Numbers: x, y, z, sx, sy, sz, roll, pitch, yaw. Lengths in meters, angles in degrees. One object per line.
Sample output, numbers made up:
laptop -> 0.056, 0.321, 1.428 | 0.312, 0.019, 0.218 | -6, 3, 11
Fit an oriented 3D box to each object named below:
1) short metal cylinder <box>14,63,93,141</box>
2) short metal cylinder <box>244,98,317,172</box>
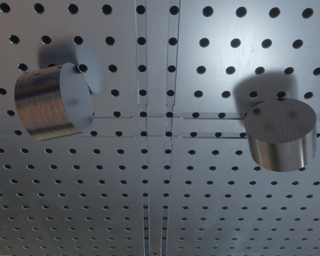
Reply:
short metal cylinder -> -0.116, -0.029, 0.350 | 0.050, 0.080, 0.080 | -11, 129, 9
short metal cylinder -> 0.149, 0.007, 0.383 | 0.080, 0.080, 0.050 | -15, 129, 12
